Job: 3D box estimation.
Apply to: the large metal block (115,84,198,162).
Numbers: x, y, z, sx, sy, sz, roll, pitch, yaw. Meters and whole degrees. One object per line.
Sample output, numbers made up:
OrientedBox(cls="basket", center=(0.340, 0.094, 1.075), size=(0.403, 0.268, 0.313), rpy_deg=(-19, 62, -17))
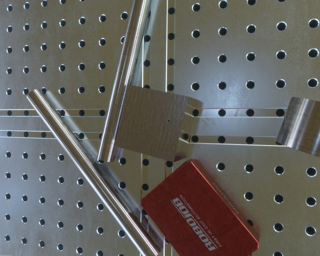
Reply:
OrientedBox(cls="large metal block", center=(-0.004, -0.007, 0.400), size=(0.080, 0.050, 0.079), rpy_deg=(14, 95, 19))

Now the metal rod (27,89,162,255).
OrientedBox(cls="metal rod", center=(-0.101, 0.060, 0.448), size=(0.025, 0.025, 0.300), rpy_deg=(-44, 77, 15))

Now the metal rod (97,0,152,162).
OrientedBox(cls="metal rod", center=(-0.042, -0.100, 0.427), size=(0.025, 0.025, 0.298), rpy_deg=(15, 95, 19))

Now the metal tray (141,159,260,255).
OrientedBox(cls="metal tray", center=(0.049, 0.116, 0.393), size=(0.090, 0.030, 0.130), rpy_deg=(-43, 77, 15))

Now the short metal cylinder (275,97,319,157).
OrientedBox(cls="short metal cylinder", center=(0.169, 0.003, 0.324), size=(0.080, 0.080, 0.050), rpy_deg=(20, 97, 19))
